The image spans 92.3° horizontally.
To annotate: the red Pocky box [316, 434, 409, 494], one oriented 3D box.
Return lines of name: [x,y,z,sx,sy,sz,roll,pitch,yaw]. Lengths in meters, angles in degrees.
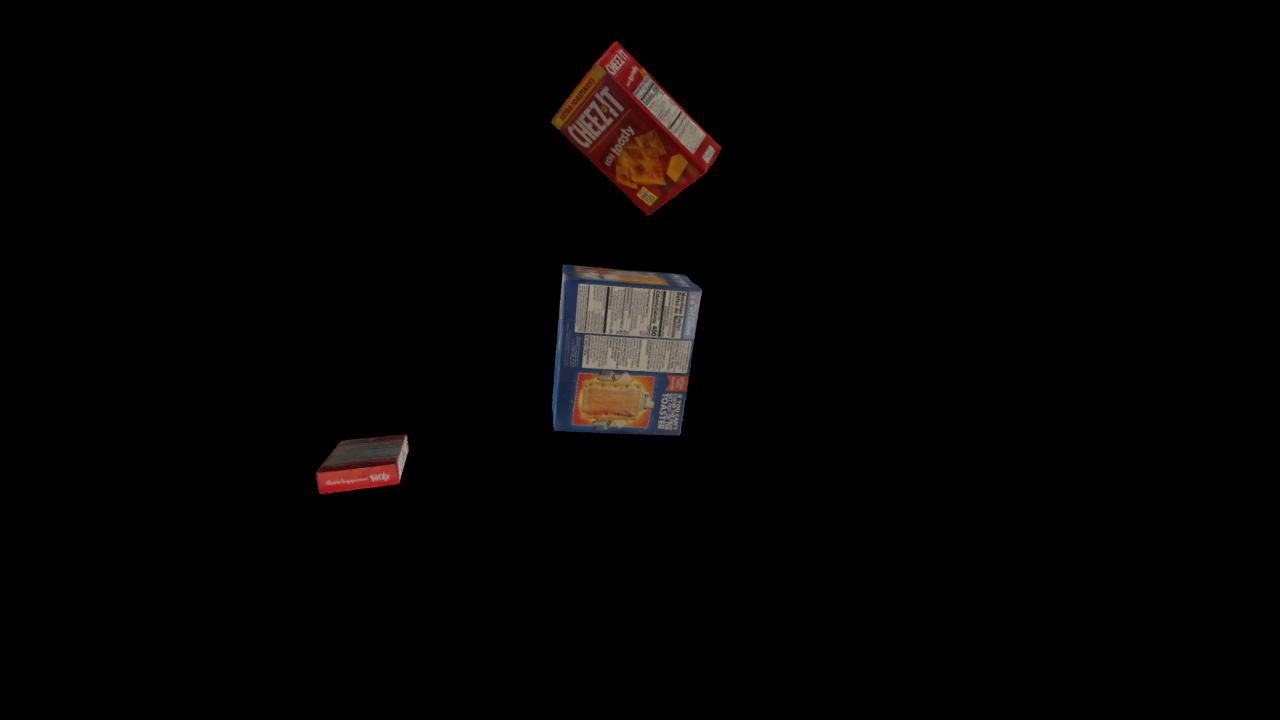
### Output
red Pocky box: [-0.324,0.120,0.730,0.083,0.028,0.155,-3,6,-16]

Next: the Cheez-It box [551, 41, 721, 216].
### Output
Cheez-It box: [-0.009,-0.351,0.962,0.223,0.071,0.166,40,-30,-18]

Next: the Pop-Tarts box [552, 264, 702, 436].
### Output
Pop-Tarts box: [-0.020,-0.011,0.669,0.141,0.167,0.083,3,21,-10]
